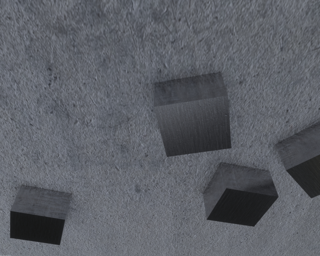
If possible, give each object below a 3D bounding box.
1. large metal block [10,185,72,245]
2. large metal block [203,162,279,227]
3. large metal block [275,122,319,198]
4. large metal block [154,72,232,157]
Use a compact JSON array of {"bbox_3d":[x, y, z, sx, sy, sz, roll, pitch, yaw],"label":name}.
[{"bbox_3d":[-0.196,0.145,0.512,0.081,0.050,0.079,13,129,-11],"label":"large metal block"},{"bbox_3d":[0.121,0.104,0.481,0.081,0.050,0.079,11,129,-10],"label":"large metal block"},{"bbox_3d":[0.222,0.043,0.429,0.080,0.050,0.080,-33,123,25],"label":"large metal block"},{"bbox_3d":[0.041,-0.015,0.378,0.080,0.050,0.080,-9,130,7],"label":"large metal block"}]
